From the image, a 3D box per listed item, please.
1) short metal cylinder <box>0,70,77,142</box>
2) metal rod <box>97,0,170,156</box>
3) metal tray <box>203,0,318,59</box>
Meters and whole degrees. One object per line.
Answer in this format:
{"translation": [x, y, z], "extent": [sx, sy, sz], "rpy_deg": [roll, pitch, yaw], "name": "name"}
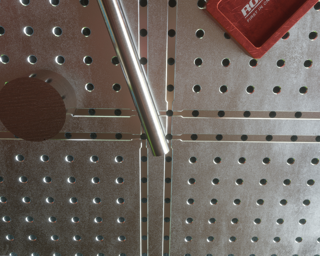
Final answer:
{"translation": [-0.151, -0.029, 0.388], "extent": [0.081, 0.050, 0.079], "rpy_deg": [0, 110, 0], "name": "short metal cylinder"}
{"translation": [-0.044, -0.101, 0.375], "extent": [0.025, 0.025, 0.298], "rpy_deg": [-17, 109, 6], "name": "metal rod"}
{"translation": [0.126, -0.156, 0.353], "extent": [0.090, 0.030, 0.130], "rpy_deg": [41, 105, -14], "name": "metal tray"}
